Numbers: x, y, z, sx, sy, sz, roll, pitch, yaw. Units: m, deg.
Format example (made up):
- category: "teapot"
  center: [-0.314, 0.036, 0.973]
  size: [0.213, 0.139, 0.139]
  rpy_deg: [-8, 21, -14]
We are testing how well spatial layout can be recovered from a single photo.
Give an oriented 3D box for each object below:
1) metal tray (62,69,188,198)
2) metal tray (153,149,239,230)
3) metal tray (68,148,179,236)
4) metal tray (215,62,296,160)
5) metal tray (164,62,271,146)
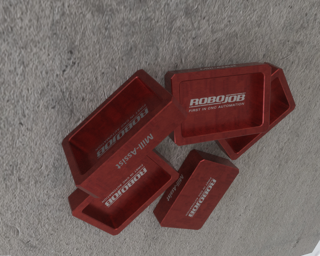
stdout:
- category: "metal tray"
  center: [-0.044, 0.002, 0.341]
  size: [0.130, 0.090, 0.030]
  rpy_deg: [-43, 130, 1]
- category: "metal tray"
  center: [0.058, 0.103, 0.499]
  size: [0.091, 0.030, 0.129]
  rpy_deg: [19, 108, -36]
- category: "metal tray"
  center: [-0.048, 0.082, 0.427]
  size: [0.130, 0.030, 0.090]
  rpy_deg: [-43, 130, 2]
- category: "metal tray"
  center: [0.134, -0.023, 0.462]
  size: [0.130, 0.030, 0.090]
  rpy_deg: [-41, 130, 0]
- category: "metal tray"
  center: [0.075, -0.032, 0.396]
  size: [0.131, 0.030, 0.089]
  rpy_deg: [-8, 108, -13]
